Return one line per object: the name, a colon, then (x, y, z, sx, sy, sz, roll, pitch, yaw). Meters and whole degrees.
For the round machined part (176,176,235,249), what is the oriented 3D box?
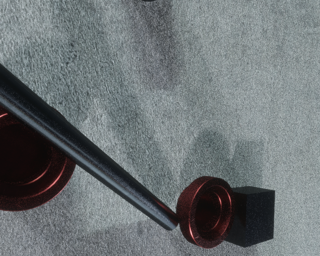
round machined part: (0.062, 0.118, 0.446, 0.099, 0.042, 0.097, 0, 90, -40)

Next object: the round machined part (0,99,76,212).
round machined part: (-0.131, 0.023, 0.284, 0.099, 0.042, 0.097, 0, 90, -40)

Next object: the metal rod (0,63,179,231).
metal rod: (-0.055, 0.043, 0.314, 0.300, 0.025, 0.025, 50, 60, -44)

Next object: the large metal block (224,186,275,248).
large metal block: (0.144, 0.142, 0.509, 0.081, 0.050, 0.080, 4, 87, -40)
